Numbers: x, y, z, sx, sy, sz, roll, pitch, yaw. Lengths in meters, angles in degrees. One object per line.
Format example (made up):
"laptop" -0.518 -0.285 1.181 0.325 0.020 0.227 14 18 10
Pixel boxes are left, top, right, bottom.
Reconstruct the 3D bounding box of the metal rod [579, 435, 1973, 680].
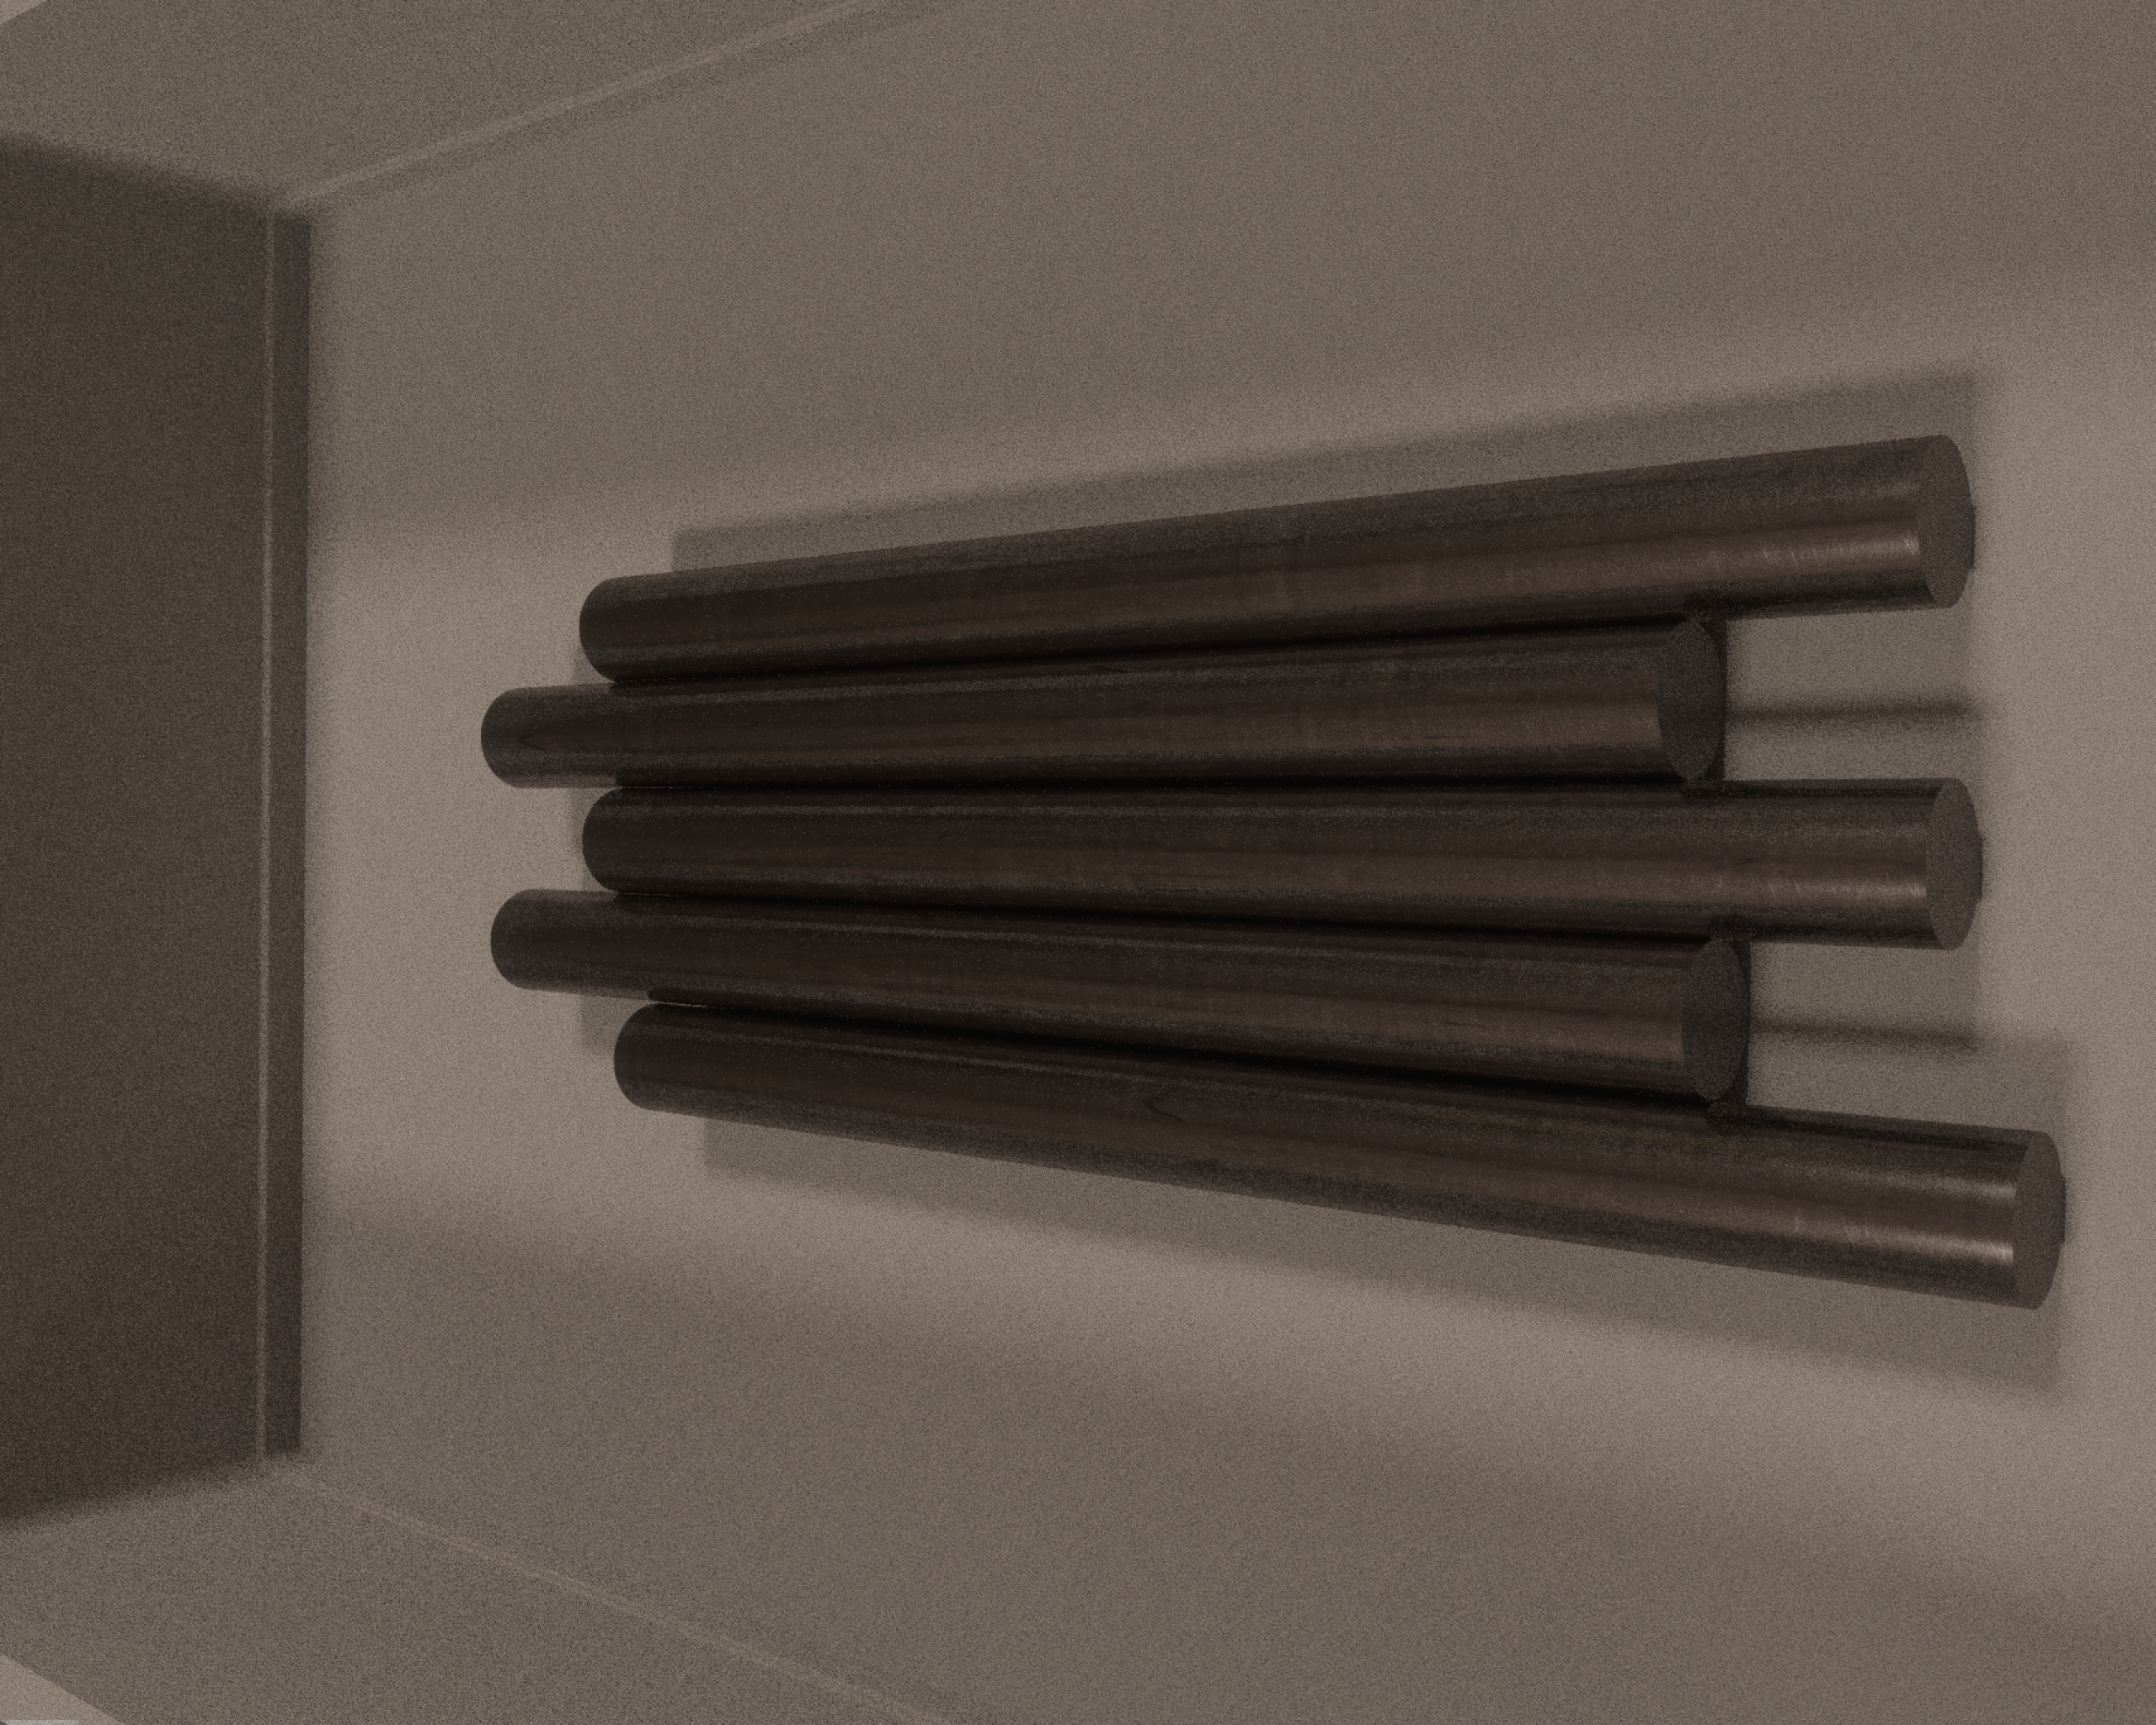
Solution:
"metal rod" 0.009 -0.052 0.396 0.300 0.025 0.025 1 91 39

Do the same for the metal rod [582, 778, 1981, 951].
"metal rod" 0.010 -0.002 0.395 0.300 0.025 0.025 1 91 39

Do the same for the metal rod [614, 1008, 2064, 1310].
"metal rod" 0.019 0.048 0.388 0.300 0.025 0.025 1 91 39

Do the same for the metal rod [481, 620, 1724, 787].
"metal rod" -0.020 -0.028 0.420 0.300 0.025 0.025 1 91 39

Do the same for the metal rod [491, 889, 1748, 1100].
"metal rod" -0.017 0.022 0.417 0.300 0.025 0.025 1 91 39
